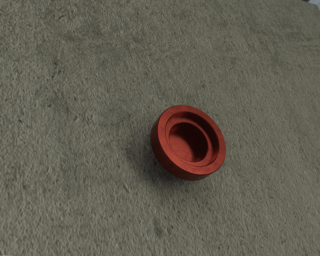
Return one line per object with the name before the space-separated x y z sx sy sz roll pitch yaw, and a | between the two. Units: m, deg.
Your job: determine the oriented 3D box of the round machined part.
round machined part | 0.032 0.022 0.400 0.099 0.042 0.098 14 56 -21
